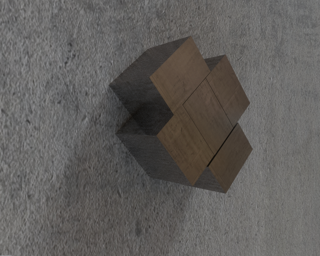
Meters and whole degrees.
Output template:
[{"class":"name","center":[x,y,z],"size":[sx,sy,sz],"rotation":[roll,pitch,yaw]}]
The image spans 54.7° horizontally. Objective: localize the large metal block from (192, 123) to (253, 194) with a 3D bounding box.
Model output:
[{"class":"large metal block","center":[0.067,0.038,0.430],"size":[0.080,0.080,0.050],"rotation":[-50,120,-29]}]

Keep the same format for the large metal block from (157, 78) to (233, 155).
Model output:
[{"class":"large metal block","center":[0.034,-0.013,0.402],"size":[0.050,0.080,0.080],"rotation":[-50,120,-28]}]

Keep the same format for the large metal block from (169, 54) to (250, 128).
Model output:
[{"class":"large metal block","center":[0.063,-0.047,0.426],"size":[0.050,0.080,0.080],"rotation":[-50,120,-28]}]

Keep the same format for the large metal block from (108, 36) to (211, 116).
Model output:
[{"class":"large metal block","center":[-0.001,-0.060,0.372],"size":[0.080,0.080,0.050],"rotation":[-50,120,-29]}]

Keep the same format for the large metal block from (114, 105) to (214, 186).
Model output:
[{"class":"large metal block","center":[0.005,0.020,0.377],"size":[0.050,0.080,0.080],"rotation":[-50,120,-28]}]
